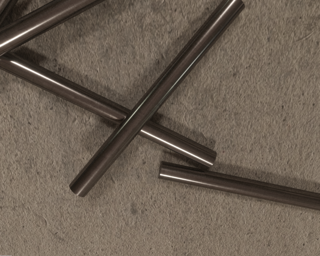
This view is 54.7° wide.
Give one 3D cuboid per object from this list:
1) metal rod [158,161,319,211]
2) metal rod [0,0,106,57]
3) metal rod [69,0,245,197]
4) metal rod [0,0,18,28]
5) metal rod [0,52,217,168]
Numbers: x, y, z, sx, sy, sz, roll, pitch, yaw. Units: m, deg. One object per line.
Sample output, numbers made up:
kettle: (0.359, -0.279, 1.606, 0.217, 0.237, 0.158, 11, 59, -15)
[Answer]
metal rod: (0.147, 0.090, 0.445, 0.302, 0.025, 0.025, 12, 110, -5)
metal rod: (-0.112, -0.131, 0.345, 0.301, 0.025, 0.025, -27, 108, 3)
metal rod: (-0.008, -0.034, 0.375, 0.025, 0.025, 0.299, 39, 97, -13)
metal rod: (-0.185, -0.139, 0.355, 0.025, 0.025, 0.299, 39, 105, -14)
metal rod: (-0.062, -0.021, 0.401, 0.301, 0.025, 0.025, 26, 108, -10)
